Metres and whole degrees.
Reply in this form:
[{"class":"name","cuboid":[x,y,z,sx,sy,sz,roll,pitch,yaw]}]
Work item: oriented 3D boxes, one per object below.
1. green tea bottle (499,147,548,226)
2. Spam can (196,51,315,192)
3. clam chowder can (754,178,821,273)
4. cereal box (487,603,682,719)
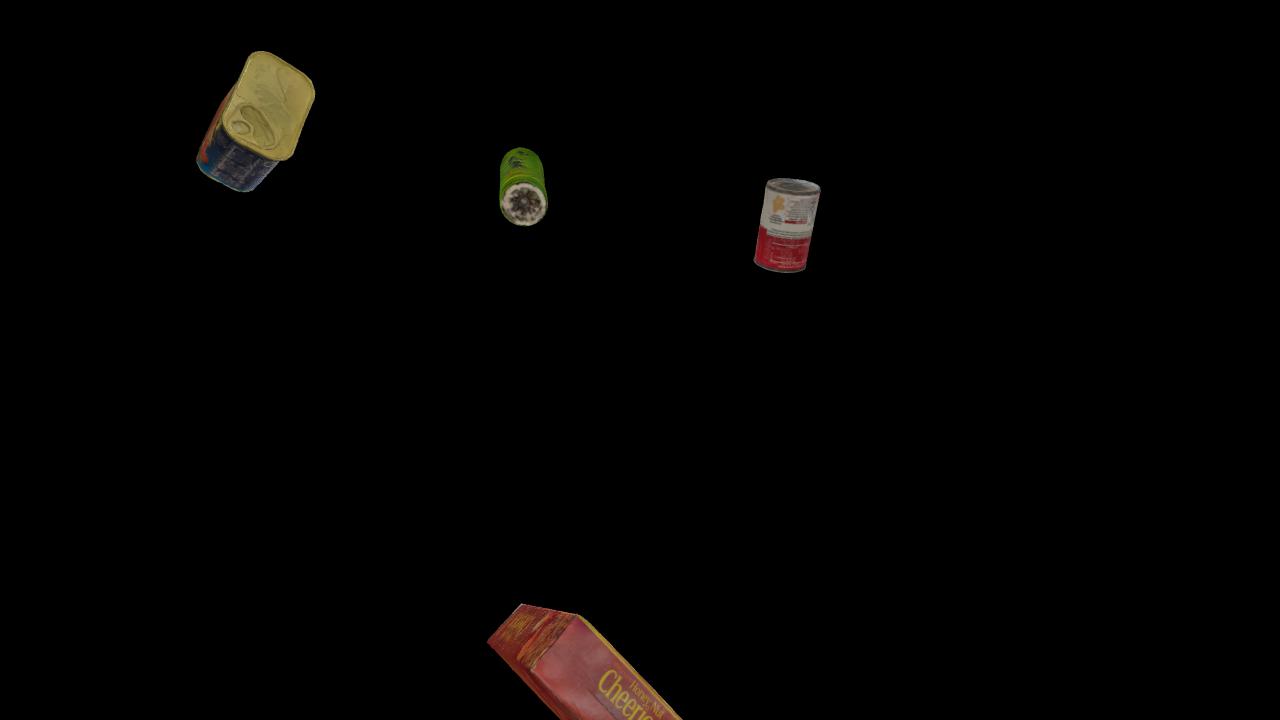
[{"class":"green tea bottle","cuboid":[-0.183,-0.280,0.952,0.073,0.073,0.212,0,36,-15]},{"class":"Spam can","cuboid":[-0.355,-0.216,0.568,0.085,0.101,0.058,-15,-31,39]},{"class":"clam chowder can","cuboid":[0.183,-0.169,0.770,0.068,0.102,0.068,3,31,-2]},{"class":"cereal box","cuboid":[-0.070,0.392,0.738,0.081,0.203,0.306,-44,1,-28]}]
